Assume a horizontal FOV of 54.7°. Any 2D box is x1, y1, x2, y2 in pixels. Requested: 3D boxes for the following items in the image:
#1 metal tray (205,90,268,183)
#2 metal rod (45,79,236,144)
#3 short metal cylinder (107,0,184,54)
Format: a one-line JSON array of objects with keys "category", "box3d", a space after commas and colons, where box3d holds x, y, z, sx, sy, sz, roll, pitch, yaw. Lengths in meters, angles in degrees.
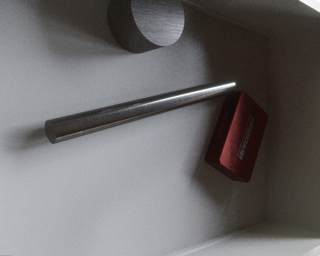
[{"category": "metal tray", "box3d": [0.131, 0.015, 0.516, 0.090, 0.030, 0.130, 35, 68, -35]}, {"category": "metal rod", "box3d": [0.001, -0.032, 0.409, 0.302, 0.025, 0.025, -18, 102, -39]}, {"category": "short metal cylinder", "box3d": [-0.017, -0.136, 0.378, 0.081, 0.050, 0.079, 0, 90, -40]}]
